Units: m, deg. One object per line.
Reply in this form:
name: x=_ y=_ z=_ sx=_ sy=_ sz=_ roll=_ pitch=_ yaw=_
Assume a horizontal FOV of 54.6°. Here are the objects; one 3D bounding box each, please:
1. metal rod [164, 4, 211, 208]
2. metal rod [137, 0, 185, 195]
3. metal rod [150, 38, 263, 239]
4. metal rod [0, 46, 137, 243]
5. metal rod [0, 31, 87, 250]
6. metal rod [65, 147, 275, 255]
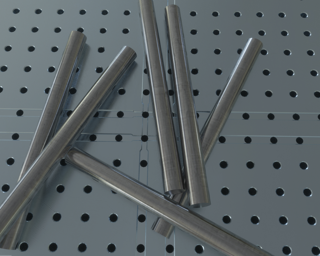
metal rod: x=0.031 y=-0.047 z=0.412 sx=0.025 sy=0.025 sz=0.299 roll=-5 pitch=64 yaw=-2
metal rod: x=-0.003 y=-0.061 z=0.421 sx=0.025 sy=0.025 sz=0.299 roll=-7 pitch=65 yaw=-3
metal rod: x=0.070 y=0.001 z=0.411 sx=0.025 sy=0.025 sz=0.300 roll=26 pitch=72 yaw=9
metal rod: x=-0.116 y=0.007 z=0.392 sx=0.025 sy=0.025 sz=0.300 roll=27 pitch=66 yaw=9
metal rod: x=-0.151 y=0.001 z=0.410 sx=0.025 sy=0.025 sz=0.299 roll=11 pitch=70 yaw=4
metal rod: x=0.015 y=0.095 z=0.348 sx=0.300 sy=0.025 sz=0.025 roll=25 pitch=72 yaw=20
